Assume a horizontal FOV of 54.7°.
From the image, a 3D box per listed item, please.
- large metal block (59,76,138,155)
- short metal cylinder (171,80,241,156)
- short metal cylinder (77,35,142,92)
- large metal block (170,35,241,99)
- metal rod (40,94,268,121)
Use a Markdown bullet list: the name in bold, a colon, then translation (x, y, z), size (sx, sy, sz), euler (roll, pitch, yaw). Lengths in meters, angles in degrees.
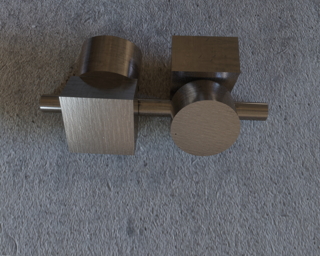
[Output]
- **large metal block**: translation (-0.069, -0.015, 0.378), size (0.080, 0.079, 0.050), euler (3, 36, 0)
- **short metal cylinder**: translation (0.053, -0.012, 0.378), size (0.080, 0.079, 0.050), euler (2, 35, 0)
- **short metal cylinder**: translation (-0.065, -0.076, 0.407), size (0.080, 0.080, 0.050), euler (3, 70, 1)
- **large metal block**: translation (0.055, -0.076, 0.408), size (0.080, 0.080, 0.050), euler (1, 70, 0)
- **metal rod**: translation (-0.008, -0.028, 0.421), size (0.302, 0.025, 0.025), euler (2, 70, 0)
